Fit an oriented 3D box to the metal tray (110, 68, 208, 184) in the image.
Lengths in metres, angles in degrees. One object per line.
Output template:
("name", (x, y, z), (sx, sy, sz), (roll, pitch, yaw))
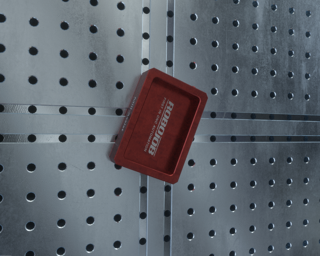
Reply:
("metal tray", (0.000, -0.002, 0.409), (0.090, 0.030, 0.130), (23, 83, -19))
